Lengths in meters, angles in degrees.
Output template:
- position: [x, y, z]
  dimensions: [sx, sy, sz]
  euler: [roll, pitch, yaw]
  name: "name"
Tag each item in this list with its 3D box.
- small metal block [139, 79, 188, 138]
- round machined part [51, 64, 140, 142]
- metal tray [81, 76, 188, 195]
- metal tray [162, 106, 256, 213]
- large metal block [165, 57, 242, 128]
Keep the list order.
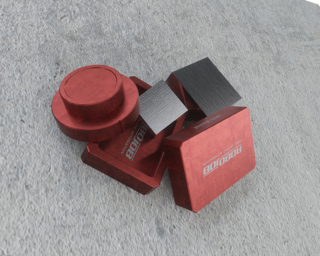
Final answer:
- position: [-0.002, -0.024, 0.390]
  dimensions: [0.050, 0.025, 0.050]
  euler: [-38, 85, -11]
  name: "small metal block"
- position: [-0.073, -0.035, 0.349]
  dimensions: [0.099, 0.042, 0.098]
  euler: [-2, 48, 3]
  name: "round machined part"
- position: [-0.026, 0.005, 0.384]
  dimensions: [0.090, 0.030, 0.130]
  euler: [31, 52, -9]
  name: "metal tray"
- position: [0.067, 0.034, 0.388]
  dimensions: [0.131, 0.030, 0.089]
  euler: [-25, 112, -36]
  name: "metal tray"
- position: [0.057, -0.047, 0.449]
  dimensions: [0.081, 0.050, 0.080]
  euler: [-30, 79, -38]
  name: "large metal block"
